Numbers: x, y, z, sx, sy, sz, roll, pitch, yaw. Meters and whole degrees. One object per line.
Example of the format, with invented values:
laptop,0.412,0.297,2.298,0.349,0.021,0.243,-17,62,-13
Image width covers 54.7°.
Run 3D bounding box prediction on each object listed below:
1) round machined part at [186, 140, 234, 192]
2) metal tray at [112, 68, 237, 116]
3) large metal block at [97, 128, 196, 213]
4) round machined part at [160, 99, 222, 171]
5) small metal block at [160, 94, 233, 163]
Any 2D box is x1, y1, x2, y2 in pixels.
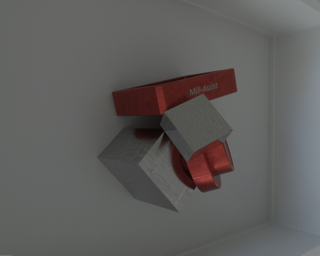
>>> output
round machined part,0.058,0.024,0.369,0.098,0.042,0.097,-19,90,-76
metal tray,0.020,-0.045,0.380,0.131,0.090,0.030,-19,103,-39
large metal block,-0.012,0.046,0.361,0.050,0.080,0.080,-52,121,-28
round machined part,0.038,0.009,0.430,0.099,0.042,0.097,0,90,-40
small metal block,0.036,-0.001,0.317,0.050,0.025,0.050,-27,69,-24
